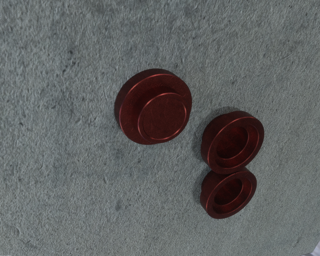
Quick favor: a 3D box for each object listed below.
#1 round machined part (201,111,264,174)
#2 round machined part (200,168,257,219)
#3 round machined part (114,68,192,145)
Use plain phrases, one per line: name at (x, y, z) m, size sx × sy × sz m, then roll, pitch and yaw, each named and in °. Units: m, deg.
round machined part at (0.103, 0.018, 0.462) m, size 0.099 × 0.042 × 0.097 m, roll -14°, pitch 124°, yaw -21°
round machined part at (0.109, 0.100, 0.517) m, size 0.099 × 0.042 × 0.097 m, roll -14°, pitch 124°, yaw -21°
round machined part at (-0.003, -0.020, 0.382) m, size 0.099 × 0.042 × 0.097 m, roll -14°, pitch 124°, yaw -21°
